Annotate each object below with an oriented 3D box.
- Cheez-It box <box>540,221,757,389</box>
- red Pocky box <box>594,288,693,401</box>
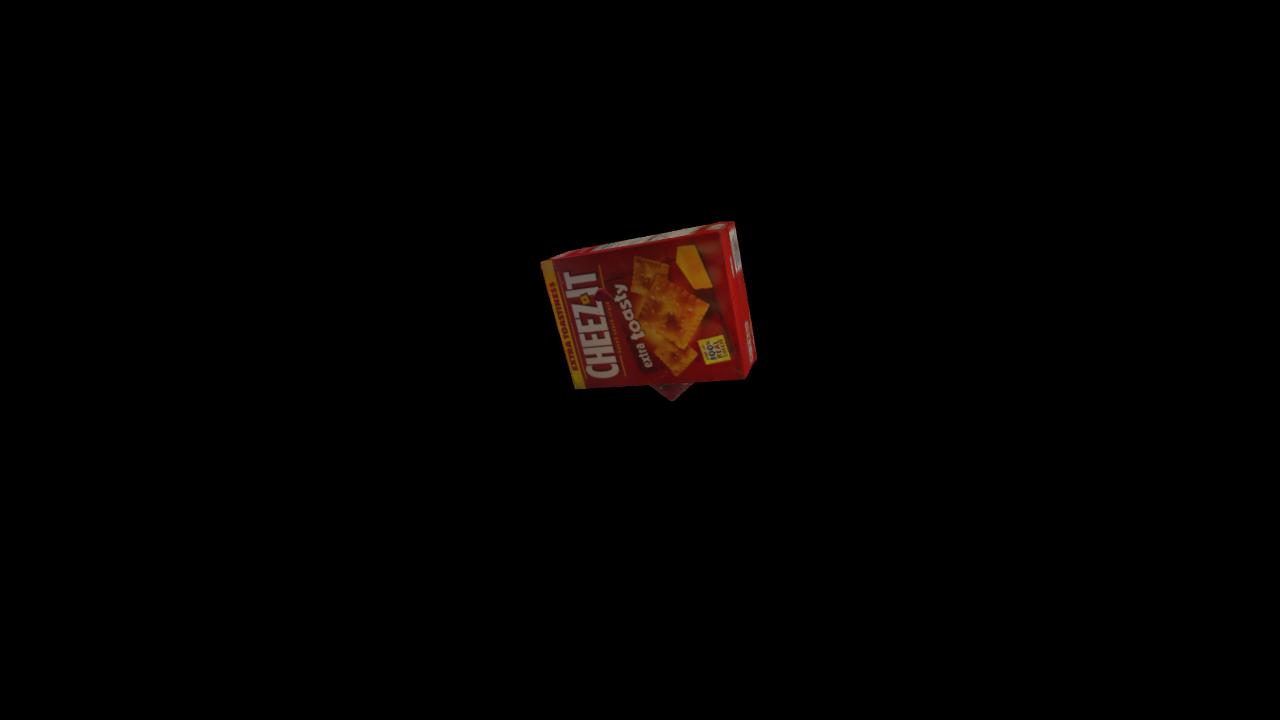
[{"bbox_3d":[0.011,-0.057,0.711,0.223,0.166,0.071,-4,18,25],"label":"Cheez-It box"},{"bbox_3d":[0.002,-0.021,0.726,0.155,0.028,0.083,37,-42,-6],"label":"red Pocky box"}]
